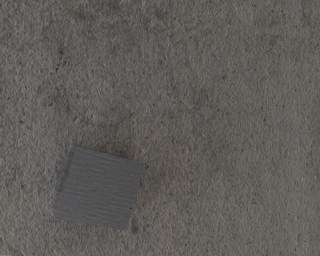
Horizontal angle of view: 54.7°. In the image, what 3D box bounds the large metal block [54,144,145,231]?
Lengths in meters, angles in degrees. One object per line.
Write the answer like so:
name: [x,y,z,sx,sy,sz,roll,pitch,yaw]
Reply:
large metal block: [-0.073,0.069,0.369,0.081,0.050,0.080,17,84,-19]
